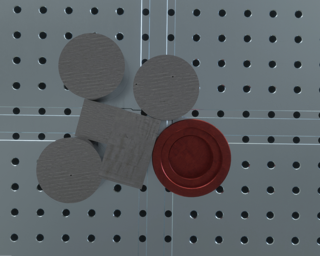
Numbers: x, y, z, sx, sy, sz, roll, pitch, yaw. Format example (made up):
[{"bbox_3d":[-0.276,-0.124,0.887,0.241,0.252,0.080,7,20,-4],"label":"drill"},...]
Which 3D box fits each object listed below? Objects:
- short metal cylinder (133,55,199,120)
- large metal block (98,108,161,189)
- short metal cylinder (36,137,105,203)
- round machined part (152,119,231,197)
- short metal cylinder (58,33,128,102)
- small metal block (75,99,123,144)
[{"bbox_3d":[0.008,-0.049,0.400,0.081,0.050,0.080,0,90,0],"label":"short metal cylinder"},{"bbox_3d":[-0.034,0.023,0.382,0.050,0.080,0.080,16,90,0],"label":"large metal block"},{"bbox_3d":[-0.109,0.051,0.400,0.081,0.050,0.080,0,90,0],"label":"short metal cylinder"},{"bbox_3d":[0.039,0.037,0.405,0.099,0.042,0.097,0,90,0],"label":"round machined part"},{"bbox_3d":[-0.083,-0.075,0.400,0.081,0.050,0.080,0,90,0],"label":"short metal cylinder"},{"bbox_3d":[-0.079,-0.008,0.412,0.050,0.025,0.050,15,90,0],"label":"small metal block"}]
